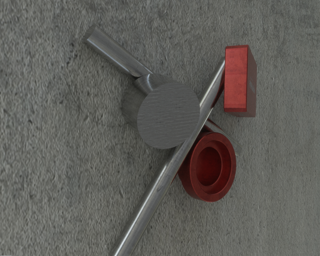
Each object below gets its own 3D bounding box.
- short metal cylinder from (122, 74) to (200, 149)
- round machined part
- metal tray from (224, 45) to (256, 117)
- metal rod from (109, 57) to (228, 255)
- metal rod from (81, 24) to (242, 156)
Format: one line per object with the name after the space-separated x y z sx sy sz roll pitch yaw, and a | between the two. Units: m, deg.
0.001 -0.021 0.373 0.081 0.050 0.079 -11 115 -24 | short metal cylinder
0.063 0.055 0.448 0.099 0.042 0.097 0 90 -40 | round machined part
0.125 -0.065 0.470 0.130 0.030 0.089 4 87 -68 | metal tray
0.024 0.030 0.404 0.025 0.025 0.300 41 72 -33 | metal rod
0.023 -0.034 0.426 0.301 0.025 0.025 35 69 -35 | metal rod
